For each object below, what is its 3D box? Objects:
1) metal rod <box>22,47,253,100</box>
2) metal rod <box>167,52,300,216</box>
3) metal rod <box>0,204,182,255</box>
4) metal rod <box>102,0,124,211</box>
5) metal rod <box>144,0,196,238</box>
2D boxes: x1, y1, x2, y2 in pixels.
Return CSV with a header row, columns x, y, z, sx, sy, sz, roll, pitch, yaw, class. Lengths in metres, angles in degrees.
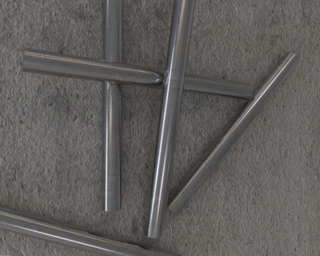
x,y,z,sx,sy,sz,roll,pitch,yaw,class
-0.006,-0.062,0.385,0.302,0.025,0.025,3,89,-28,metal rod
0.110,0.000,0.449,0.025,0.025,0.300,45,76,-15,metal rod
-0.107,0.128,0.369,0.302,0.025,0.025,23,83,-19,metal rod
-0.059,-0.048,0.386,0.025,0.025,0.298,0,90,-20,metal rod
0.010,-0.007,0.378,0.025,0.025,0.298,3,102,-20,metal rod
